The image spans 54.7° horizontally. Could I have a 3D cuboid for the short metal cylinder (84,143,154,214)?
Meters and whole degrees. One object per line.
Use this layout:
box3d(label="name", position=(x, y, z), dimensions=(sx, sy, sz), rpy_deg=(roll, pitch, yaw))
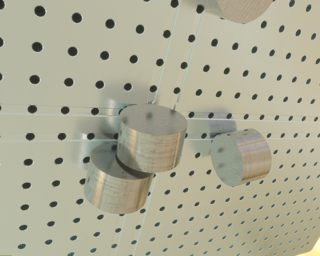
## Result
box3d(label="short metal cylinder", position=(-0.050, 0.060, 0.386), dimensions=(0.081, 0.080, 0.050), rpy_deg=(2, 118, -29))

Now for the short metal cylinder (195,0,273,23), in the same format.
box3d(label="short metal cylinder", position=(0.082, -0.161, 0.340), dimensions=(0.081, 0.050, 0.079), rpy_deg=(-14, 124, -21))

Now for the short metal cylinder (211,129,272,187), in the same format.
box3d(label="short metal cylinder", position=(0.120, 0.043, 0.468), dimensions=(0.050, 0.080, 0.079), rpy_deg=(-11, 123, -23))

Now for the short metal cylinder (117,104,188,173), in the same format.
box3d(label="short metal cylinder", position=(-0.011, 0.010, 0.376), dimensions=(0.081, 0.080, 0.050), rpy_deg=(-6, 121, -26))
